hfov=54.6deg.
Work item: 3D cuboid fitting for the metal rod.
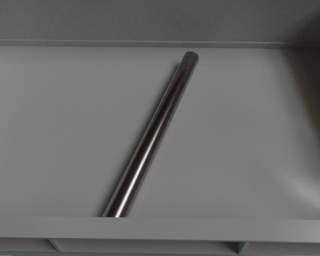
[{"bbox_3d":[-0.001,-0.004,0.406,0.025,0.025,0.301,16,52,13],"label":"metal rod"}]
